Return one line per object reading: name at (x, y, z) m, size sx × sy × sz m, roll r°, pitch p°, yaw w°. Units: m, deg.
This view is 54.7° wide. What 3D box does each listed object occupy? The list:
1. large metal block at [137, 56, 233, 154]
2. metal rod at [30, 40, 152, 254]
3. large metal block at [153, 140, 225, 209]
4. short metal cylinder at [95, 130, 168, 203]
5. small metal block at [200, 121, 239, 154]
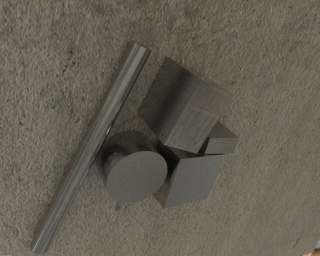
large metal block at (0.025, -0.028, 0.368) m, size 0.050 × 0.080 × 0.080 m, roll 18°, pitch 109°, yaw -35°
metal rod at (-0.091, 0.035, 0.378) m, size 0.025 × 0.025 × 0.298 m, roll 18°, pitch 109°, yaw -36°
large metal block at (0.035, 0.061, 0.442) m, size 0.081 × 0.050 × 0.079 m, roll -2°, pitch 120°, yaw -36°
short metal cylinder at (-0.037, 0.050, 0.401) m, size 0.081 × 0.050 × 0.079 m, roll -14°, pitch 124°, yaw -21°
small metal block at (0.074, 0.012, 0.439) m, size 0.050 × 0.050 × 0.025 m, roll 0°, pitch 119°, yaw -29°
